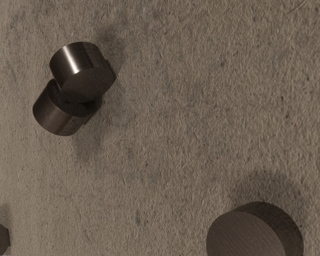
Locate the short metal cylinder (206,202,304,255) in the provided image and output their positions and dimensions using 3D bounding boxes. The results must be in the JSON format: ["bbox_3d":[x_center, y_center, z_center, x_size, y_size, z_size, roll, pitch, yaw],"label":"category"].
[{"bbox_3d":[0.094,0.118,0.310,0.080,0.050,0.079,0,90,39],"label":"short metal cylinder"}]

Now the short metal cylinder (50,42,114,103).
[{"bbox_3d":[-0.116,-0.081,0.462,0.080,0.081,0.050,-43,64,31],"label":"short metal cylinder"}]

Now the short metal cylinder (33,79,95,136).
[{"bbox_3d":[-0.152,-0.034,0.491,0.050,0.081,0.080,-43,64,31],"label":"short metal cylinder"}]

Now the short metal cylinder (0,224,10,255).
[{"bbox_3d":[-0.382,0.251,0.680,0.050,0.081,0.080,-21,77,38],"label":"short metal cylinder"}]
